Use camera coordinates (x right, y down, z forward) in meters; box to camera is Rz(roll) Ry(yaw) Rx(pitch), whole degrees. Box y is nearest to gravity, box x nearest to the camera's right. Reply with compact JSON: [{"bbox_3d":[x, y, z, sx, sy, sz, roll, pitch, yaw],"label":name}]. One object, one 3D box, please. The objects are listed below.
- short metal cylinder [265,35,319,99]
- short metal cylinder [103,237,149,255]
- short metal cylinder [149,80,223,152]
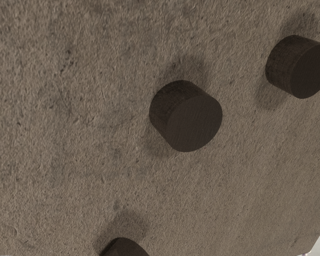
[{"bbox_3d":[0.202,-0.089,0.449,0.081,0.050,0.079,-14,125,-21],"label":"short metal cylinder"},{"bbox_3d":[-0.053,0.219,0.480,0.050,0.080,0.080,-49,129,6],"label":"short metal cylinder"},{"bbox_3d":[0.033,-0.016,0.401,0.081,0.050,0.079,-14,125,-21],"label":"short metal cylinder"}]
